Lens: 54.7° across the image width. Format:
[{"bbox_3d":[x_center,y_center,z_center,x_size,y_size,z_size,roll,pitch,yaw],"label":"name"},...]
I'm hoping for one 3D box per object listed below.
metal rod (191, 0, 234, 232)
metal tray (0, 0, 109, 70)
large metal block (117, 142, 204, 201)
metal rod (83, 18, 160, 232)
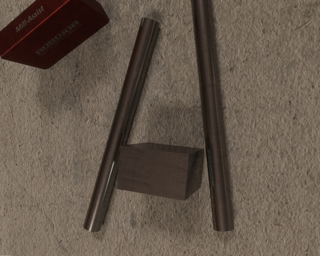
[{"bbox_3d":[0.064,-0.025,0.385,0.025,0.025,0.298,-6,88,19],"label":"metal rod"},{"bbox_3d":[-0.146,-0.134,0.424,0.130,0.090,0.030,-31,80,17],"label":"metal tray"},{"bbox_3d":[0.004,0.048,0.378,0.080,0.080,0.050,6,92,19],"label":"large metal block"},{"bbox_3d":[-0.055,0.000,0.427,0.025,0.025,0.298,18,96,18],"label":"metal rod"}]
